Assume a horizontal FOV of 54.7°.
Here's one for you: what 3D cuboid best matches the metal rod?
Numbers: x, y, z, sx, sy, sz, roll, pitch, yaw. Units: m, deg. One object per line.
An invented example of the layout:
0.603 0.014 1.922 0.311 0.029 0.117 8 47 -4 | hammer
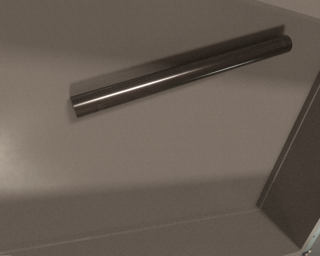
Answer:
0.040 -0.070 0.388 0.302 0.025 0.025 -19 126 -18 | metal rod
